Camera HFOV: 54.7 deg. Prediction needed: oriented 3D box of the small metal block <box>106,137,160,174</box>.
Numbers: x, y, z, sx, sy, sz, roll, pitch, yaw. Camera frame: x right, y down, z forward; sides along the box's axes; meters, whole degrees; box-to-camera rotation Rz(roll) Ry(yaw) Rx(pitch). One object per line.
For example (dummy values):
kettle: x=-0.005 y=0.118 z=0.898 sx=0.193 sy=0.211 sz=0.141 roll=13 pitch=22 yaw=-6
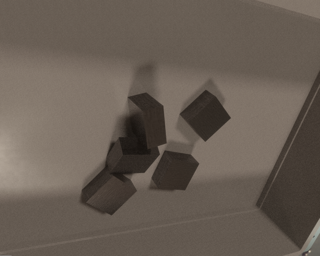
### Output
small metal block: x=-0.036 y=0.036 z=0.401 sx=0.050 sy=0.025 sz=0.050 roll=2 pitch=144 yaw=-30

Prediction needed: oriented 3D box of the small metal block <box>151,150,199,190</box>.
small metal block: x=0.023 y=0.064 z=0.463 sx=0.050 sy=0.025 sz=0.050 roll=12 pitch=112 yaw=-34

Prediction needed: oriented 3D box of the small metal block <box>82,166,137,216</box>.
small metal block: x=-0.069 y=0.086 z=0.426 sx=0.050 sy=0.025 sz=0.050 roll=-45 pitch=130 yaw=2

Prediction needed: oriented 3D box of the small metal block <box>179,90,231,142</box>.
small metal block: x=0.064 y=-0.017 z=0.435 sx=0.050 sy=0.025 sz=0.050 roll=-43 pitch=130 yaw=1

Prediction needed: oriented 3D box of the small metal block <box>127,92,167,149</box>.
small metal block: x=-0.016 y=-0.010 z=0.377 sx=0.025 sy=0.050 sz=0.050 roll=-17 pitch=120 yaw=-20
